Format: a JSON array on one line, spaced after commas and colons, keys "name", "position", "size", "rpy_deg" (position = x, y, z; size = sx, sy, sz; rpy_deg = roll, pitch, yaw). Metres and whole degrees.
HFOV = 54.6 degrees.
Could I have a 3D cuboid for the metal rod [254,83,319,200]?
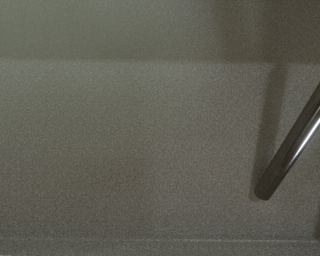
[{"name": "metal rod", "position": [0.171, -0.012, 0.347], "size": [0.025, 0.025, 0.298], "rpy_deg": [9, 133, -3]}]
